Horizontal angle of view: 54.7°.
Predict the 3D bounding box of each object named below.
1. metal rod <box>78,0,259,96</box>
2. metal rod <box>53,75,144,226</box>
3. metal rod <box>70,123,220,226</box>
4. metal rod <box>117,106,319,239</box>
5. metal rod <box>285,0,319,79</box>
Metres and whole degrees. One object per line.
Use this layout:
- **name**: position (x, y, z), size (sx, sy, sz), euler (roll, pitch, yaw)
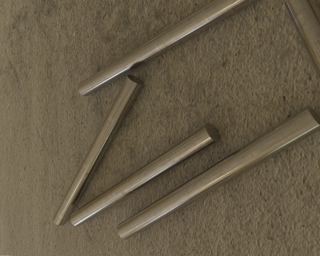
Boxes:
- **metal rod**: position (-0.013, -0.104, 0.415), size (0.299, 0.025, 0.025), euler (-20, 77, 38)
- **metal rod**: position (-0.106, 0.048, 0.492), size (0.025, 0.025, 0.298), euler (46, 118, 30)
- **metal rod**: position (-0.039, 0.079, 0.437), size (0.299, 0.025, 0.025), euler (-36, 68, 34)
- **metal rod**: position (0.046, 0.069, 0.366), size (0.299, 0.025, 0.025), euler (-39, 66, 33)
- **metal rod**: position (0.176, 0.016, 0.259), size (0.025, 0.025, 0.299), euler (-28, 72, 36)
